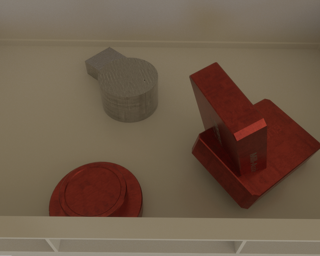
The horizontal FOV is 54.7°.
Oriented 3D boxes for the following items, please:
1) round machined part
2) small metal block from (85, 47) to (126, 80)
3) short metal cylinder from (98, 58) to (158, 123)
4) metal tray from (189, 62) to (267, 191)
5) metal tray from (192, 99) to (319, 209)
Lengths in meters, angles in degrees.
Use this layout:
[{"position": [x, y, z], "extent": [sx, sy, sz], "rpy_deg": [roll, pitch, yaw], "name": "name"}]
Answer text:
[{"position": [-0.068, 0.076, 0.329], "extent": [0.099, 0.042, 0.098], "rpy_deg": [0, 50, 0], "name": "round machined part"}, {"position": [-0.080, -0.095, 0.484], "extent": [0.050, 0.025, 0.050], "rpy_deg": [35, 58, 25], "name": "small metal block"}, {"position": [-0.043, -0.054, 0.433], "extent": [0.081, 0.050, 0.080], "rpy_deg": [0, 50, 0], "name": "short metal cylinder"}, {"position": [0.076, 0.004, 0.332], "extent": [0.030, 0.130, 0.090], "rpy_deg": [-28, 54, -1], "name": "metal tray"}, {"position": [0.114, 0.023, 0.363], "extent": [0.131, 0.030, 0.090], "rpy_deg": [-26, 62, -31], "name": "metal tray"}]
